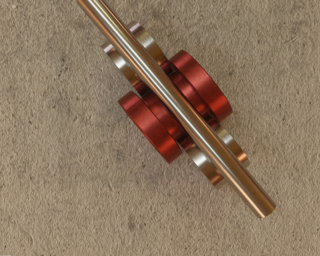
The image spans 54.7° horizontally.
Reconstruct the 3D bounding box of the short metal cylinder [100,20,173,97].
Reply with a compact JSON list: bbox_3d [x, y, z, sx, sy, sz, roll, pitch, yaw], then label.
[{"bbox_3d":[-0.028,-0.084,0.383,0.050,0.080,0.080,-39,91,0],"label":"short metal cylinder"}]

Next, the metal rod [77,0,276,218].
[{"bbox_3d":[0.018,-0.026,0.332,0.025,0.025,0.300,-40,91,0],"label":"metal rod"}]

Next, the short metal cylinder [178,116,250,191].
[{"bbox_3d":[0.065,0.030,0.384,0.050,0.080,0.080,-39,91,0],"label":"short metal cylinder"}]

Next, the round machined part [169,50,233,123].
[{"bbox_3d":[0.040,-0.043,0.375,0.042,0.098,0.098,-39,90,5],"label":"round machined part"}]

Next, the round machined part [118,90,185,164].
[{"bbox_3d":[-0.004,-0.007,0.373,0.042,0.098,0.098,-39,91,-4],"label":"round machined part"}]
